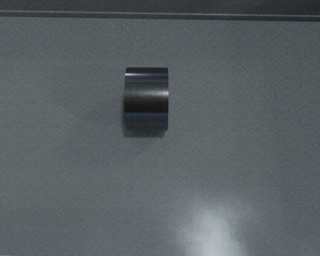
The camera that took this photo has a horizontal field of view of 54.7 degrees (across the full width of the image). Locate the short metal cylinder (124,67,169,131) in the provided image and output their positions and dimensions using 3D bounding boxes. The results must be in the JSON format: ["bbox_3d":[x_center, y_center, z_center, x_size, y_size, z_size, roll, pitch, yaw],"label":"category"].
[{"bbox_3d":[-0.016,-0.036,0.391,0.050,0.080,0.080,0,70,0],"label":"short metal cylinder"}]
